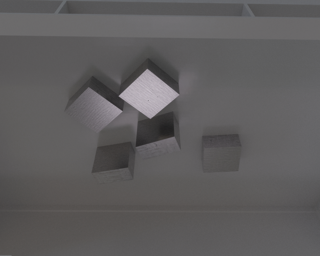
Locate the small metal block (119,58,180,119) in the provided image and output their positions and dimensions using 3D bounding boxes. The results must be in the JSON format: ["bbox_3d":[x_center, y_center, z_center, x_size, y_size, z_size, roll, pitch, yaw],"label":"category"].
[{"bbox_3d":[-0.013,-0.046,0.370,0.050,0.025,0.050,36,121,-27],"label":"small metal block"}]

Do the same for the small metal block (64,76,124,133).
[{"bbox_3d":[-0.081,-0.028,0.384,0.050,0.025,0.050,37,121,-27],"label":"small metal block"}]

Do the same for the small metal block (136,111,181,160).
[{"bbox_3d":[-0.002,0.010,0.401,0.050,0.050,0.025,-16,128,13],"label":"small metal block"}]

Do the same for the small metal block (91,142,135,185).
[{"bbox_3d":[-0.064,0.049,0.433,0.050,0.050,0.025,-10,130,8],"label":"small metal block"}]

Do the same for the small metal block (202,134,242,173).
[{"bbox_3d":[0.086,0.037,0.441,0.050,0.025,0.050,-3,130,2],"label":"small metal block"}]
